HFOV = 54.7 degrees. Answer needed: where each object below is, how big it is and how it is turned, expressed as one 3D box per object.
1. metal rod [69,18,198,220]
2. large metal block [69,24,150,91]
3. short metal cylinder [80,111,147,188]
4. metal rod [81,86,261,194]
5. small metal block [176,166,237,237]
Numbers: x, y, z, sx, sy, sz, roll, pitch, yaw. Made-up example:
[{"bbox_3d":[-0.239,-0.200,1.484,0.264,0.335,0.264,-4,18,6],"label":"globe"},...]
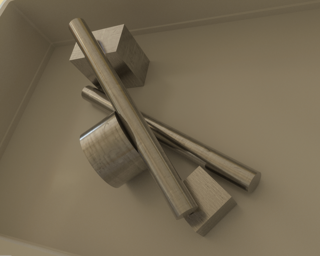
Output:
[{"bbox_3d":[-0.045,-0.030,0.370,0.025,0.025,0.299,-35,64,5],"label":"metal rod"},{"bbox_3d":[-0.073,-0.102,0.469,0.080,0.080,0.050,-4,60,26],"label":"large metal block"},{"bbox_3d":[-0.051,0.025,0.377,0.050,0.080,0.080,-35,52,5],"label":"short metal cylinder"},{"bbox_3d":[-0.009,0.000,0.407,0.300,0.025,0.025,28,77,37],"label":"metal rod"},{"bbox_3d":[0.044,0.078,0.332,0.050,0.025,0.050,-44,51,-3],"label":"small metal block"}]
